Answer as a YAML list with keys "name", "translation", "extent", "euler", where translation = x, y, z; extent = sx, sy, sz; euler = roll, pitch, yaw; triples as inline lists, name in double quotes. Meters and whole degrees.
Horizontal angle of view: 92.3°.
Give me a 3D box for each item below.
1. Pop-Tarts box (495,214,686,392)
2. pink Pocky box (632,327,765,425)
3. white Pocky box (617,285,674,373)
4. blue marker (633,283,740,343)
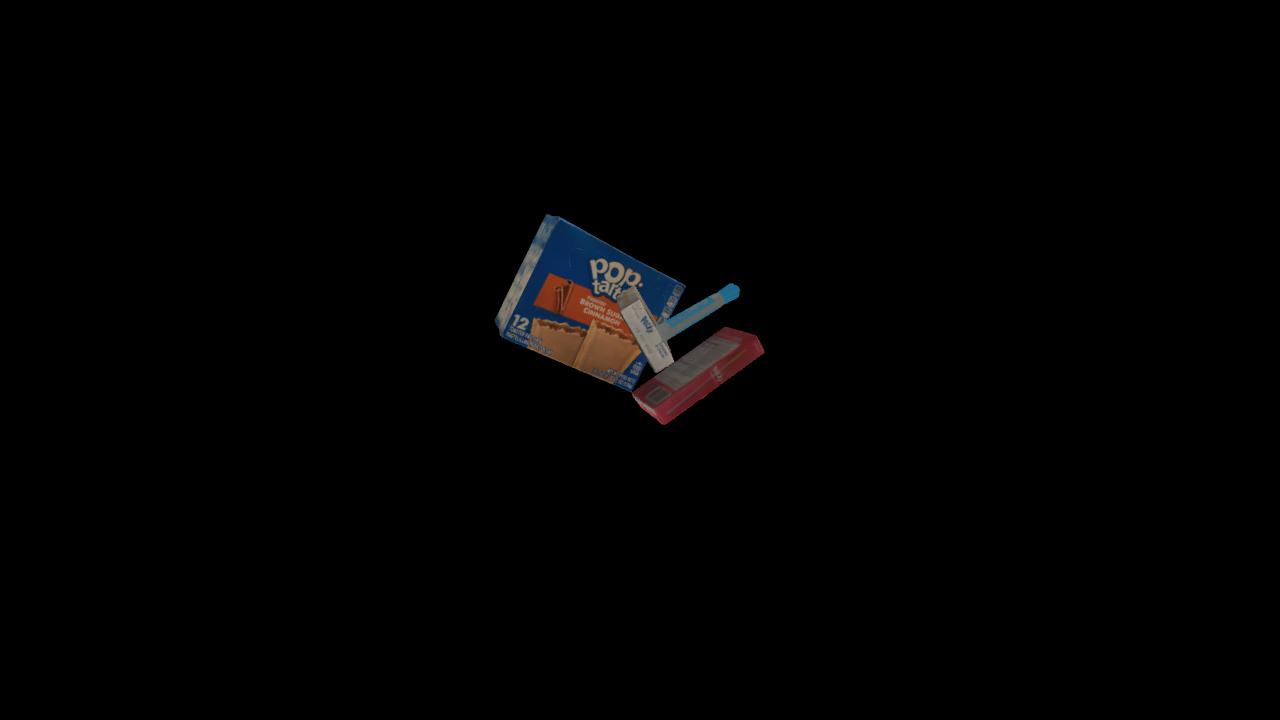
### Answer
- name: "Pop-Tarts box"
  translation: [-0.058, -0.064, 0.704]
  extent: [0.167, 0.141, 0.083]
  euler: [25, 6, -25]
- name: "pink Pocky box"
  translation: [0.070, 0.016, 0.755]
  extent: [0.155, 0.029, 0.084]
  euler: [-35, 19, -10]
- name: "white Pocky box"
  translation: [0.000, -0.051, 0.706]
  extent: [0.028, 0.084, 0.154]
  euler: [-29, 22, 6]
- name: "blue marker"
  translation: [0.064, -0.053, 0.667]
  extent: [0.121, 0.020, 0.020]
  euler: [-31, 15, -27]
